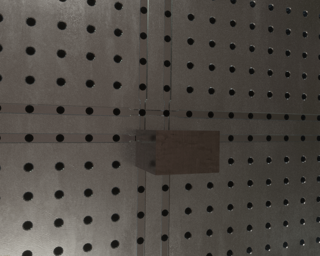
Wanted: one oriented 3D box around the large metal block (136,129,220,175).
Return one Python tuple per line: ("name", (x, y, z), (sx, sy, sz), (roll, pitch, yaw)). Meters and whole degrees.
("large metal block", (0.019, 0.027, 0.392), (0.081, 0.080, 0.050), (1, 90, -20))
